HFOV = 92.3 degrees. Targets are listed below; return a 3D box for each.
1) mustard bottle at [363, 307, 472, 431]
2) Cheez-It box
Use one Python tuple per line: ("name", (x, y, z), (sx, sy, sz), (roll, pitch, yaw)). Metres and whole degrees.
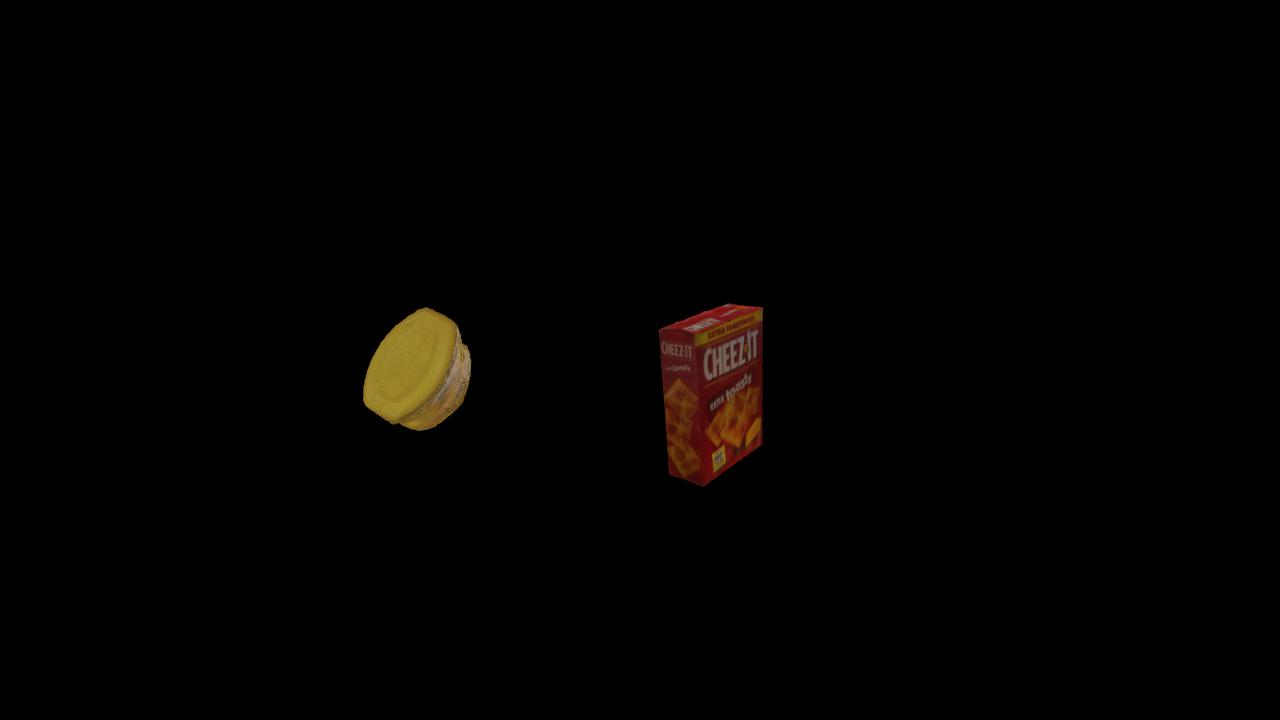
("mustard bottle", (-0.184, 0.020, 0.544), (0.054, 0.092, 0.184), (22, -14, -4))
("Cheez-It box", (0.109, 0.044, 0.882), (0.071, 0.223, 0.166), (11, 23, 40))
